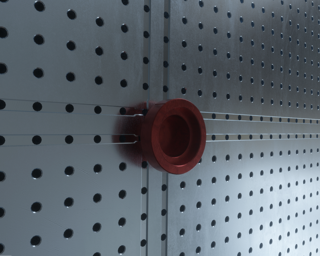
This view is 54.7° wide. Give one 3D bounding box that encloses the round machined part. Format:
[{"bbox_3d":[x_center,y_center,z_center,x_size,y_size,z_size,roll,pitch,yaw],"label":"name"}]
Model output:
[{"bbox_3d":[0.013,0.011,0.411,0.099,0.042,0.097,0,90,-40],"label":"round machined part"}]
